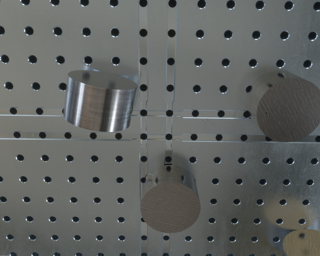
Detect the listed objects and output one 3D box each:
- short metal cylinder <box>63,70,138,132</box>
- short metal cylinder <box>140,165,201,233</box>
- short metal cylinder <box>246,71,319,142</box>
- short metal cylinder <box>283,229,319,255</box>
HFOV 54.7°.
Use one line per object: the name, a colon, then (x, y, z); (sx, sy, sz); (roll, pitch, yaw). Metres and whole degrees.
short metal cylinder: (-0.071, -0.034, 0.371); (0.081, 0.080, 0.050); (11, 110, -4)
short metal cylinder: (0.014, 0.099, 0.437); (0.081, 0.050, 0.079); (0, 110, 0)
short metal cylinder: (0.155, -0.028, 0.391); (0.081, 0.050, 0.079); (0, 110, 0)
short metal cylinder: (0.225, 0.196, 0.458); (0.080, 0.080, 0.050); (-8, 110, 3)
